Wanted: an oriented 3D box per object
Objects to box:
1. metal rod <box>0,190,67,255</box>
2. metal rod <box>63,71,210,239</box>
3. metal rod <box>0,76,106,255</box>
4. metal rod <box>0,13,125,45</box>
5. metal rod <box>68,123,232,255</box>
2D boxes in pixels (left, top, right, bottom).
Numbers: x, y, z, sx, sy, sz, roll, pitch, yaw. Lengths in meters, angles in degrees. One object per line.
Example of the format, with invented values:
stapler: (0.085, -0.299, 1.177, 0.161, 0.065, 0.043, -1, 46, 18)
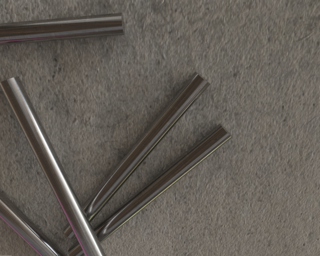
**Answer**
metal rod: (-0.213, 0.132, 0.455, 0.025, 0.025, 0.299, -33, 107, 11)
metal rod: (-0.040, 0.047, 0.426, 0.025, 0.025, 0.299, 37, 106, -13)
metal rod: (-0.134, 0.076, 0.416, 0.025, 0.025, 0.298, -20, 102, 7)
metal rod: (-0.194, -0.110, 0.366, 0.302, 0.025, 0.025, -5, 110, 1)
metal rod: (-0.022, 0.099, 0.445, 0.300, 0.025, 0.025, -41, 106, 13)
